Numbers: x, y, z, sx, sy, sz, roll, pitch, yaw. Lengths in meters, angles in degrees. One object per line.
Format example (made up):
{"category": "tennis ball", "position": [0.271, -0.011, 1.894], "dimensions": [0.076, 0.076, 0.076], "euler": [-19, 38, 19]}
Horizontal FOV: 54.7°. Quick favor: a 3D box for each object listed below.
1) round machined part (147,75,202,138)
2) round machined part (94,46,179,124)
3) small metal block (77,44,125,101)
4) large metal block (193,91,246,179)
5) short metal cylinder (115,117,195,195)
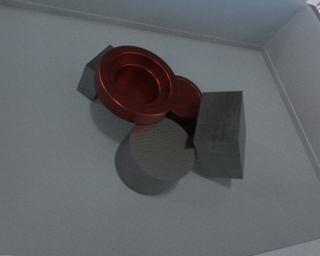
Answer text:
{"category": "round machined part", "position": [0.021, -0.033, 0.424], "dimensions": [0.099, 0.042, 0.098], "euler": [14, 56, -21]}
{"category": "round machined part", "position": [-0.030, -0.047, 0.369], "dimensions": [0.099, 0.042, 0.098], "euler": [14, 56, -21]}
{"category": "small metal block", "position": [-0.074, -0.069, 0.390], "dimensions": [0.025, 0.050, 0.050], "euler": [38, 51, -3]}
{"category": "large metal block", "position": [0.081, 0.010, 0.399], "dimensions": [0.050, 0.080, 0.080], "euler": [0, 50, 20]}
{"category": "short metal cylinder", "position": [-0.007, 0.033, 0.365], "dimensions": [0.081, 0.050, 0.080], "euler": [14, 56, -21]}
